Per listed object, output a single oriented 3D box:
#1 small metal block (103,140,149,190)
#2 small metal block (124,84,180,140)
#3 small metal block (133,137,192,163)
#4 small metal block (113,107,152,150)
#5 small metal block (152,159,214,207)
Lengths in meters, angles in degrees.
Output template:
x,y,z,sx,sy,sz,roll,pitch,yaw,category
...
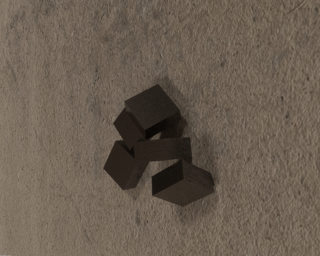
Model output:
x,y,z,sx,sy,sz,roll,pitch,yaw,category
-0.049,0.052,0.443,0.050,0.025,0.050,40,114,32,small metal block
-0.010,-0.021,0.392,0.050,0.050,0.025,53,163,26,small metal block
0.004,0.027,0.384,0.050,0.050,0.025,-9,84,39,small metal block
-0.032,-0.005,0.429,0.050,0.025,0.050,-50,61,28,small metal block
0.026,0.066,0.362,0.050,0.050,0.025,-35,42,34,small metal block
